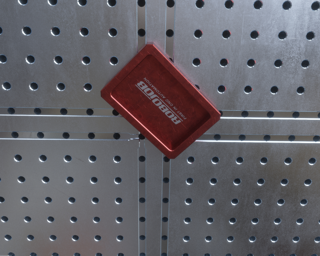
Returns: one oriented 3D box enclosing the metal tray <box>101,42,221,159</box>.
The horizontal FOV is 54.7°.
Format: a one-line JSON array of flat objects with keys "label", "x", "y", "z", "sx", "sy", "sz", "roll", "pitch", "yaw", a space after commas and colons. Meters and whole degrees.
[{"label": "metal tray", "x": 0.002, "y": -0.033, "z": 0.398, "sx": 0.090, "sy": 0.030, "sz": 0.130, "roll": -43, "pitch": 105, "yaw": 14}]
